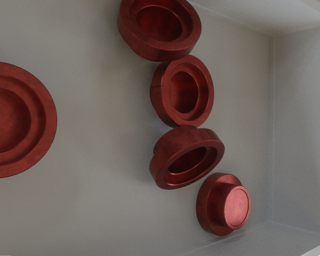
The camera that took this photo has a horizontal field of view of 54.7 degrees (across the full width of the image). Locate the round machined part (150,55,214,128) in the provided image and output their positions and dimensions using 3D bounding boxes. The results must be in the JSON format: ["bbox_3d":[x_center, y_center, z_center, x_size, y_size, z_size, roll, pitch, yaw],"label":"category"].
[{"bbox_3d":[0.025,-0.047,0.419,0.099,0.042,0.097,0,90,-40],"label":"round machined part"}]

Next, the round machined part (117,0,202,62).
[{"bbox_3d":[-0.003,-0.120,0.375,0.099,0.042,0.098,8,62,-14],"label":"round machined part"}]

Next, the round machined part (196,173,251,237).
[{"bbox_3d":[0.106,0.121,0.487,0.099,0.042,0.097,0,90,-40],"label":"round machined part"}]

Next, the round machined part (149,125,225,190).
[{"bbox_3d":[0.031,0.034,0.401,0.099,0.042,0.097,-20,144,-15],"label":"round machined part"}]

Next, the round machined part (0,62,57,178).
[{"bbox_3d":[-0.147,-0.007,0.273,0.099,0.042,0.097,0,90,-40],"label":"round machined part"}]
